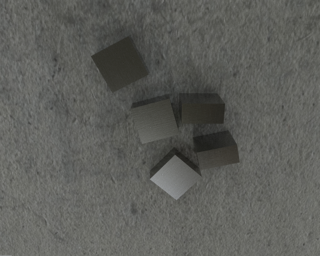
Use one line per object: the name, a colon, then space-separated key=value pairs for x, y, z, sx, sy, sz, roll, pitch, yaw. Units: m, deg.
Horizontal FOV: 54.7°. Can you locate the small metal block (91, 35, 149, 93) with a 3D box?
small metal block: x=-0.048 y=-0.079 z=0.380 sx=0.050 sy=0.025 sz=0.050 roll=-26 pitch=108 yaw=8

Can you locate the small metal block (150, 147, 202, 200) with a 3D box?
small metal block: x=0.022 y=0.064 z=0.434 sx=0.050 sy=0.025 sz=0.050 roll=41 pitch=105 yaw=-14

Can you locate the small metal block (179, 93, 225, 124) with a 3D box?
small metal block: x=0.051 y=-0.025 z=0.388 sx=0.050 sy=0.050 sz=0.025 roll=0 pitch=110 yaw=-1

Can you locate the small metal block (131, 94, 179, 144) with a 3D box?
small metal block: x=-0.006 y=-0.012 z=0.405 sx=0.050 sy=0.025 sz=0.050 roll=-15 pitch=110 yaw=5

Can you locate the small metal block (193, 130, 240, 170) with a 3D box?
small metal block: x=0.072 y=0.028 z=0.408 sx=0.050 sy=0.050 sz=0.025 roll=-12 pitch=110 yaw=4
